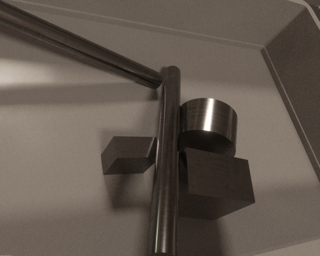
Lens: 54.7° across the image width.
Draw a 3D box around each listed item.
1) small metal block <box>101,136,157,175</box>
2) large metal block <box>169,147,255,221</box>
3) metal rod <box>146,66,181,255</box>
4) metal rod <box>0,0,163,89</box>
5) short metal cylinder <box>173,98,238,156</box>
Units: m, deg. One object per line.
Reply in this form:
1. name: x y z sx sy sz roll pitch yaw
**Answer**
1. small metal block: -0.035 0.032 0.353 0.050 0.050 0.025 2 61 -28
2. large metal block: 0.047 0.068 0.356 0.081 0.080 0.050 13 57 -22
3. metal rod: 0.010 0.008 0.351 0.025 0.025 0.300 24 35 -14
4. metal rod: -0.118 -0.103 0.355 0.302 0.025 0.025 17 53 -38
5. short metal cylinder: 0.058 0.007 0.399 0.080 0.080 0.050 24 53 -14
